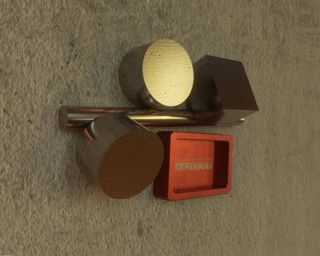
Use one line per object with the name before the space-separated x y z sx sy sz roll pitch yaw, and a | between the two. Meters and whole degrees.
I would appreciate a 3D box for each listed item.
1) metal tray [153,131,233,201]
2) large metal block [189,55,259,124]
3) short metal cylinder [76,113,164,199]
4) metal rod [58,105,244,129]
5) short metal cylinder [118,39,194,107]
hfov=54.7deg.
metal tray | 0.052 0.052 0.445 0.131 0.030 0.089 4 87 -40
large metal block | 0.087 -0.053 0.447 0.081 0.050 0.080 -1 70 -40
short metal cylinder | -0.043 0.030 0.338 0.081 0.050 0.079 -19 123 -33
metal rod | 0.015 -0.014 0.420 0.302 0.025 0.025 -1 91 -40
short metal cylinder | -0.004 -0.066 0.386 0.081 0.050 0.080 0 89 -40
